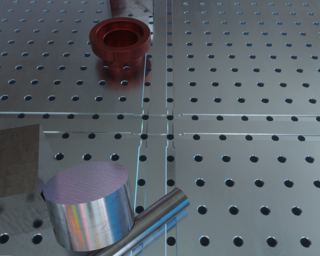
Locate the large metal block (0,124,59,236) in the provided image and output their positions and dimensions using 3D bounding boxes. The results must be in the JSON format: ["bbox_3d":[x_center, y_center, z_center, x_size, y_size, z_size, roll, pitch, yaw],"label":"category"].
[{"bbox_3d":[-0.141,0.055,0.325,0.050,0.080,0.080,-10,51,-8],"label":"large metal block"}]

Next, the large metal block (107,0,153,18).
[{"bbox_3d":[-0.063,-0.259,0.609,0.081,0.050,0.080,-11,51,-10],"label":"large metal block"}]

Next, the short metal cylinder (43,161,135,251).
[{"bbox_3d":[-0.068,0.074,0.307,0.080,0.050,0.080,-5,20,2],"label":"short metal cylinder"}]

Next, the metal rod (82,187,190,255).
[{"bbox_3d":[-0.093,0.148,0.282,0.302,0.025,0.025,-31,57,-24],"label":"metal rod"}]

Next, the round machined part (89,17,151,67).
[{"bbox_3d":[-0.064,-0.139,0.513,0.099,0.042,0.098,0,50,0],"label":"round machined part"}]
